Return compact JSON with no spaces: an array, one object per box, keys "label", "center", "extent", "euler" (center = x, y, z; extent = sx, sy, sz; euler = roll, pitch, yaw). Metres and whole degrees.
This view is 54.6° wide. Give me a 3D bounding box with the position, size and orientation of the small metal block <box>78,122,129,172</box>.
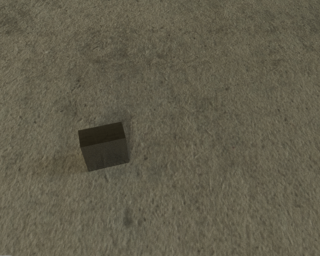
[{"label":"small metal block","center":[-0.066,0.023,0.368],"extent":[0.050,0.050,0.025],"euler":[-12,51,-10]}]
